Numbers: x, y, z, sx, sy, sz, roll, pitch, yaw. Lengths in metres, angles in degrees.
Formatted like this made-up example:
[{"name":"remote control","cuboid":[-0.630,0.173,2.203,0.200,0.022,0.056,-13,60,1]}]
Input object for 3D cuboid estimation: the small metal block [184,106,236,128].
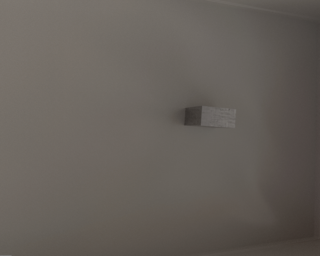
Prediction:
[{"name":"small metal block","cuboid":[0.067,-0.014,0.422,0.050,0.050,0.025,4,89,-20]}]
